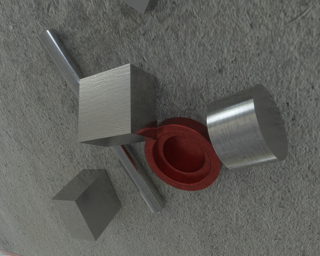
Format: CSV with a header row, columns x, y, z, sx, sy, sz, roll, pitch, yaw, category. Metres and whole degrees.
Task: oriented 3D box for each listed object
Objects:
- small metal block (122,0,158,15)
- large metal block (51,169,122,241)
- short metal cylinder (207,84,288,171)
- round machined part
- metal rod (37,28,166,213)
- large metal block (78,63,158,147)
x,y,z,sx,sy,sz,roll,pitch,yaw,category
-0.022,-0.156,0.321,0.050,0.025,0.050,36,129,4,small metal block
-0.116,0.123,0.506,0.050,0.080,0.080,-5,116,30,large metal block
0.092,0.000,0.323,0.050,0.080,0.080,-20,108,35,short metal cylinder
0.033,0.029,0.395,0.098,0.042,0.097,13,124,20,round machined part
-0.076,0.000,0.444,0.025,0.025,0.299,-20,108,35,metal rod
-0.052,-0.023,0.377,0.080,0.050,0.080,-10,75,32,large metal block
